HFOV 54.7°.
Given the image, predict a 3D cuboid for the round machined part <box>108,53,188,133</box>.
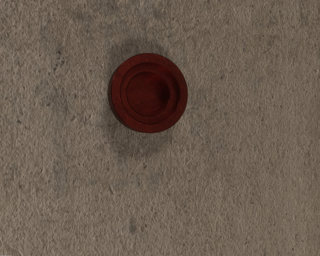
[{"bbox_3d":[-0.018,-0.043,0.394,0.099,0.042,0.097,0,90,-21],"label":"round machined part"}]
